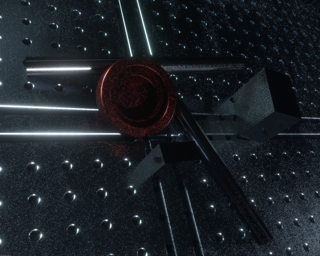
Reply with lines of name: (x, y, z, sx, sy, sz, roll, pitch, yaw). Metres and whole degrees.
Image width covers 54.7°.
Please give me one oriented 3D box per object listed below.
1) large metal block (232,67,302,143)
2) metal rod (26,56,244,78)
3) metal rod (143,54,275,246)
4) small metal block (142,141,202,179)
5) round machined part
large metal block: (0.162, -0.034, 0.483, 0.050, 0.080, 0.080, 13, 56, -22)
metal rod: (-0.018, -0.085, 0.422, 0.303, 0.025, 0.025, -5, 64, -21)
metal rod: (0.056, 0.021, 0.427, 0.025, 0.025, 0.299, -24, 75, -37)
small metal block: (0.013, 0.039, 0.377, 0.050, 0.050, 0.025, -3, 63, -30)
round machined part: (-0.032, -0.037, 0.389, 0.099, 0.042, 0.097, 3, 84, -28)
